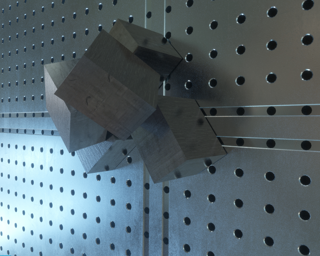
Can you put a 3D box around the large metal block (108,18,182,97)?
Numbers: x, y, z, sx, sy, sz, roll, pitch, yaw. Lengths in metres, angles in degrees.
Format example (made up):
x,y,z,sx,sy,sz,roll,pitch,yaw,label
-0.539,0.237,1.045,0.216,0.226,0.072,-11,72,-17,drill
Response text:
x,y,z,sx,sy,sz,roll,pitch,yaw,label
-0.033,-0.082,0.397,0.080,0.081,0.050,-49,61,29,large metal block

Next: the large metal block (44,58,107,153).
x,y,z,sx,sy,sz,roll,pitch,yaw,label
-0.106,-0.029,0.392,0.080,0.050,0.079,55,147,25,large metal block

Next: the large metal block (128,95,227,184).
x,y,z,sx,sy,sz,roll,pitch,yaw,label
0.019,0.011,0.355,0.050,0.081,0.080,-41,65,32,large metal block

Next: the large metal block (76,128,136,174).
x,y,z,sx,sy,sz,roll,pitch,yaw,label
-0.085,0.010,0.460,0.080,0.050,0.080,-47,63,29,large metal block

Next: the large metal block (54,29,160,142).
x,y,z,sx,sy,sz,roll,pitch,yaw,label
-0.048,-0.046,0.319,0.050,0.080,0.080,-44,21,26,large metal block
